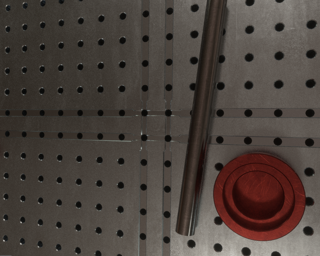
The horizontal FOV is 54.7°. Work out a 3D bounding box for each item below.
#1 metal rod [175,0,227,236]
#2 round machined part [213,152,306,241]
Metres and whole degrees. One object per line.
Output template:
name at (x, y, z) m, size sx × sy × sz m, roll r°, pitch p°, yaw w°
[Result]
metal rod at (0.052, -0.013, 0.393) m, size 0.025 × 0.025 × 0.298 m, roll 8°, pitch 93°, yaw 19°
round machined part at (0.115, 0.077, 0.363) m, size 0.098 × 0.042 × 0.097 m, roll 0°, pitch 90°, yaw 19°
